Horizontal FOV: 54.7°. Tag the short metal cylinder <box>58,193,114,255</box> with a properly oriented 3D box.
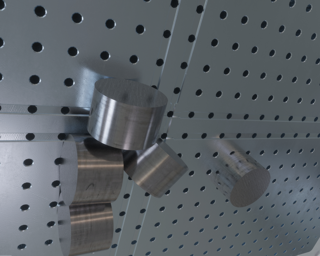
[{"bbox_3d":[-0.097,0.119,0.396,0.050,0.080,0.079,0,118,-29],"label":"short metal cylinder"}]

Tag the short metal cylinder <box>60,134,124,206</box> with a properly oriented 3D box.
[{"bbox_3d":[-0.082,0.048,0.361,0.050,0.080,0.079,3,117,-30],"label":"short metal cylinder"}]

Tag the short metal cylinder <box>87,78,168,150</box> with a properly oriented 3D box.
[{"bbox_3d":[-0.037,-0.018,0.345,0.081,0.080,0.050,2,118,-29],"label":"short metal cylinder"}]

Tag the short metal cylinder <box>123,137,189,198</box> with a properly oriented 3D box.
[{"bbox_3d":[-0.010,0.043,0.397,0.050,0.080,0.080,-46,129,4],"label":"short metal cylinder"}]

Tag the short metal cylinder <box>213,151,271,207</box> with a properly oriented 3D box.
[{"bbox_3d":[0.137,0.086,0.523,0.081,0.050,0.079,-14,124,-21],"label":"short metal cylinder"}]
